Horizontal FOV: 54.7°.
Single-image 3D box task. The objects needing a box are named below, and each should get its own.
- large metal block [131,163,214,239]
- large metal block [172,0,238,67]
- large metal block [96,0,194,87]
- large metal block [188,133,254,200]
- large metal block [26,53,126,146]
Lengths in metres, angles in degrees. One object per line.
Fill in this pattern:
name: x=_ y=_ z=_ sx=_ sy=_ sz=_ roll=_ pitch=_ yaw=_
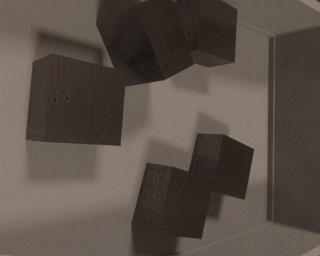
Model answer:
large metal block: x=0.019 y=0.096 z=0.408 sx=0.080 sy=0.050 sz=0.080 roll=23 pitch=76 yaw=-38
large metal block: x=0.065 y=-0.138 z=0.447 sx=0.081 sy=0.050 sz=0.080 roll=6 pitch=87 yaw=-40
large metal block: x=-0.018 y=-0.097 z=0.357 sx=0.050 sy=0.080 sz=0.080 roll=-34 pitch=111 yaw=-35
large metal block: x=0.093 y=0.059 z=0.471 sx=0.080 sy=0.050 sz=0.080 roll=23 pitch=75 yaw=-38
large metal block: x=-0.085 y=-0.024 z=0.320 sx=0.081 sy=0.050 sz=0.080 roll=6 pitch=86 yaw=-40
